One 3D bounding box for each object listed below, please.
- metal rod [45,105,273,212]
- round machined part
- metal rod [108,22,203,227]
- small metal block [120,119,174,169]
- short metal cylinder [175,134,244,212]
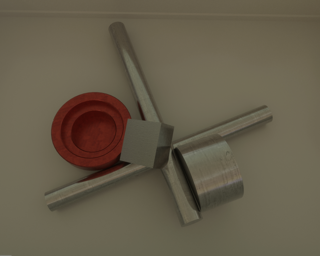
[{"bbox_3d":[0.005,0.035,0.395,0.302,0.025,0.025,-21,72,-8],"label":"metal rod"},{"bbox_3d":[-0.083,0.007,0.396,0.099,0.042,0.098,0,70,-1],"label":"round machined part"},{"bbox_3d":[-0.015,-0.024,0.398,0.025,0.025,0.299,-18,64,-7],"label":"metal rod"},{"bbox_3d":[-0.015,0.018,0.358,0.050,0.025,0.050,8,85,37],"label":"small metal block"},{"bbox_3d":[0.055,0.052,0.361,0.050,0.080,0.080,-19,71,-7],"label":"short metal cylinder"}]
